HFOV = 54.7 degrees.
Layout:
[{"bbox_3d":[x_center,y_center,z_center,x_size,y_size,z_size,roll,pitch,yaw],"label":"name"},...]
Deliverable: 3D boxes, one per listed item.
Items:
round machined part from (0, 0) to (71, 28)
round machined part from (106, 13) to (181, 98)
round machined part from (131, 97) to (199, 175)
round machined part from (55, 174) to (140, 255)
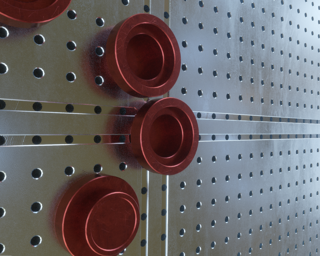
[{"bbox_3d":[-0.134,-0.142,0.286,0.099,0.042,0.097,0,90,-40],"label":"round machined part"},{"bbox_3d":[-0.024,-0.085,0.380,0.099,0.042,0.097,0,90,-40],"label":"round machined part"},{"bbox_3d":[0.002,0.010,0.402,0.099,0.042,0.097,0,90,-40],"label":"round machined part"},{"bbox_3d":[-0.062,0.103,0.348,0.099,0.042,0.097,0,91,-40],"label":"round machined part"}]
